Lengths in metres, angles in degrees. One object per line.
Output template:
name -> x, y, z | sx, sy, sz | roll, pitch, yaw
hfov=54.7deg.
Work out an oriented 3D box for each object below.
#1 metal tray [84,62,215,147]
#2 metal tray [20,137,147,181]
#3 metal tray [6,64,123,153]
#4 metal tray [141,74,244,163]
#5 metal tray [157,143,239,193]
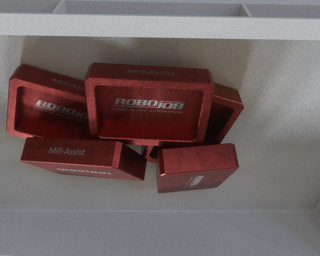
metal tray -> -0.012, -0.023, 0.344 | 0.131, 0.030, 0.089 | 3, 130, -3
metal tray -> -0.093, 0.041, 0.392 | 0.130, 0.030, 0.090 | 1, 162, 19
metal tray -> -0.116, -0.017, 0.385 | 0.131, 0.030, 0.089 | 15, 129, -13
metal tray -> 0.037, -0.001, 0.403 | 0.091, 0.030, 0.129 | 15, 129, -13
metal tray -> 0.042, 0.058, 0.411 | 0.091, 0.030, 0.130 | -5, 159, -4
